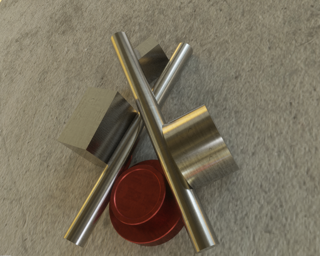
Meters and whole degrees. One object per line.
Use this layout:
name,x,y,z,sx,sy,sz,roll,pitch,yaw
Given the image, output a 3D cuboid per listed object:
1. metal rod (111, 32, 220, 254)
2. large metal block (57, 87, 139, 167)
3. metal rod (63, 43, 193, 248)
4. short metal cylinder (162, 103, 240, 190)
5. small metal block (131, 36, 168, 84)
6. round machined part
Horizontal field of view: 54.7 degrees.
metal rod,-0.006,-0.006,0.367,0.025,0.025,0.299,-29,61,10
large metal block,-0.071,0.004,0.403,0.050,0.080,0.080,12,68,33
metal rod,-0.028,0.004,0.397,0.025,0.025,0.300,12,62,33
short metal cylinder,0.044,0.020,0.334,0.050,0.080,0.080,-28,52,10
small metal block,-0.017,-0.097,0.456,0.050,0.050,0.025,-38,51,2
round machined part,-0.017,0.081,0.353,0.098,0.042,0.098,-13,56,20
